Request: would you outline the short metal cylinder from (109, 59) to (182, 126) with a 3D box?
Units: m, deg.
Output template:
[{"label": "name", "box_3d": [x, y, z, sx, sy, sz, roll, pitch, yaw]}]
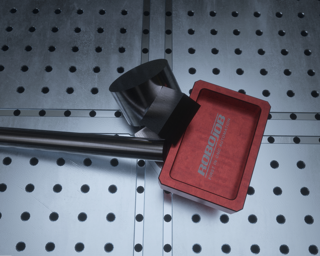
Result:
[{"label": "short metal cylinder", "box_3d": [-0.017, -0.046, 0.393, 0.080, 0.080, 0.050, -33, 116, -12]}]

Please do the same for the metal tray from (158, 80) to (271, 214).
[{"label": "metal tray", "box_3d": [0.062, 0.019, 0.347, 0.090, 0.030, 0.130, 19, 71, 7]}]

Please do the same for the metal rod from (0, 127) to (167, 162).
[{"label": "metal rod", "box_3d": [-0.141, 0.015, 0.373, 0.301, 0.025, 0.025, 4, 70, 13]}]

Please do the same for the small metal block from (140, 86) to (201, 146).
[{"label": "small metal block", "box_3d": [0.010, -0.015, 0.340, 0.025, 0.050, 0.050, 33, 90, -30]}]

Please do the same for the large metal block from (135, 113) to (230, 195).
[{"label": "large metal block", "box_3d": [0.026, 0.024, 0.388, 0.080, 0.050, 0.080, -34, 74, -12]}]
